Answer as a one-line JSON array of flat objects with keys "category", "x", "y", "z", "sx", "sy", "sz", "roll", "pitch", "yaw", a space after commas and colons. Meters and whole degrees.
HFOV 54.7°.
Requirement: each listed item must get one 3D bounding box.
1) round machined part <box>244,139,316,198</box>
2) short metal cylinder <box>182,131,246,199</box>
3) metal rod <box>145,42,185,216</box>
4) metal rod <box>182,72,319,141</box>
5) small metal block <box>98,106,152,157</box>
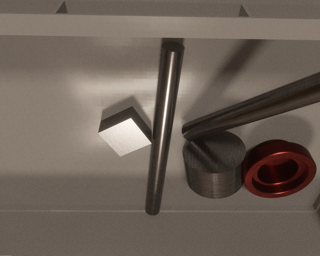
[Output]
[{"category": "round machined part", "x": 0.167, "y": 0.055, "z": 0.447, "sx": 0.099, "sy": 0.042, "sz": 0.097, "roll": -1, "pitch": 130, "yaw": 0}, {"category": "short metal cylinder", "x": 0.073, "y": 0.047, "z": 0.414, "sx": 0.080, "sy": 0.080, "sz": 0.050, "roll": -6, "pitch": 130, "yaw": 5}, {"category": "metal rod", "x": 0.001, "y": 0.025, "z": 0.430, "sx": 0.025, "sy": 0.025, "sz": 0.298, "roll": 4, "pitch": 130, "yaw": -4}, {"category": "metal rod", "x": 0.120, "y": -0.028, "z": 0.295, "sx": 0.025, "sy": 0.025, "sz": 0.299, "roll": 30, "pitch": 153, "yaw": -24}, {"category": "small metal block", "x": -0.045, "y": 0.005, "z": 0.413, "sx": 0.050, "sy": 0.025, "sz": 0.050, "roll": -24, "pitch": 127, "yaw": 18}]
